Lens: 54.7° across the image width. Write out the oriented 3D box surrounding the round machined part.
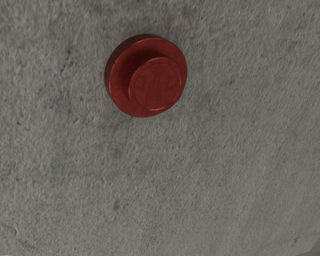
[{"bbox_3d":[-0.011,-0.055,0.357,0.099,0.042,0.097,-14,125,-21],"label":"round machined part"}]
